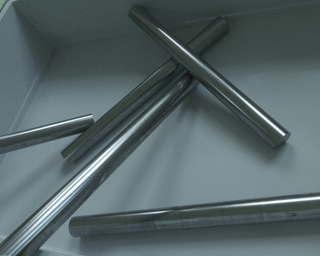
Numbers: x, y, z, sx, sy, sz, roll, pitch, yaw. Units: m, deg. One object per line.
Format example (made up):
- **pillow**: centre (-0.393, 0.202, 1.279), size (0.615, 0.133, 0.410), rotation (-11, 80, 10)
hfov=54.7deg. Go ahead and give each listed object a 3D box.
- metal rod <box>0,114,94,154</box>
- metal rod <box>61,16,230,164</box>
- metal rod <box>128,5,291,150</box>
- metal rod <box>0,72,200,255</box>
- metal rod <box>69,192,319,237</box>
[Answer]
- **metal rod**: centre (-0.240, 0.029, 0.426), size (0.302, 0.025, 0.025), rotation (-16, 50, -16)
- **metal rod**: centre (-0.021, -0.055, 0.450), size (0.300, 0.025, 0.025), rotation (-41, 51, 0)
- **metal rod**: centre (0.046, -0.083, 0.406), size (0.025, 0.025, 0.300), rotation (-41, 59, 0)
- **metal rod**: centre (-0.039, 0.018, 0.335), size (0.025, 0.025, 0.301), rotation (13, 43, 33)
- **metal rod**: centre (0.032, 0.095, 0.330), size (0.300, 0.025, 0.025), rotation (-12, 57, 21)
